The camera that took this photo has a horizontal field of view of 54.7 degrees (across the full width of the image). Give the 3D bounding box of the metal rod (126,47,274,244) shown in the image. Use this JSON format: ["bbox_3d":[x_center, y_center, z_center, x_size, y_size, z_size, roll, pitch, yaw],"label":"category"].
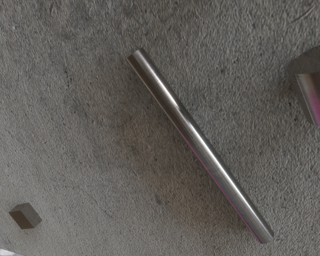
[{"bbox_3d":[0.057,0.030,0.395,0.025,0.025,0.299,-28,103,37],"label":"metal rod"}]

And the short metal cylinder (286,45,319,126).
[{"bbox_3d":[0.157,-0.043,0.262,0.080,0.080,0.050,-17,109,35],"label":"short metal cylinder"}]

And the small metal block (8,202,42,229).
[{"bbox_3d":[-0.297,0.195,0.684,0.050,0.025,0.050,-18,109,35],"label":"small metal block"}]
